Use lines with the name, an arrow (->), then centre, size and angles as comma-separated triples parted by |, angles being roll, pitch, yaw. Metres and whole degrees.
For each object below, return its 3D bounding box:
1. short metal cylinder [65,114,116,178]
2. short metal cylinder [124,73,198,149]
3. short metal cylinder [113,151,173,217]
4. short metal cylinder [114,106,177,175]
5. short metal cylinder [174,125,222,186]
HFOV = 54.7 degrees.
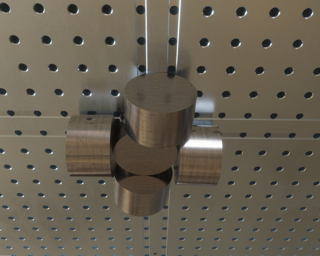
short metal cylinder -> -0.084, 0.023, 0.394 | 0.050, 0.080, 0.079 | 1, 130, -2
short metal cylinder -> 0.000, -0.022, 0.356 | 0.081, 0.080, 0.050 | 2, 130, -2
short metal cylinder -> -0.025, 0.077, 0.439 | 0.081, 0.080, 0.050 | 5, 130, -4
short metal cylinder -> -0.019, 0.017, 0.410 | 0.081, 0.050, 0.079 | -1, 130, -1
short metal cylinder -> 0.047, 0.035, 0.406 | 0.050, 0.080, 0.079 | 3, 130, -3
